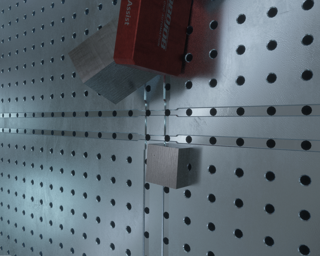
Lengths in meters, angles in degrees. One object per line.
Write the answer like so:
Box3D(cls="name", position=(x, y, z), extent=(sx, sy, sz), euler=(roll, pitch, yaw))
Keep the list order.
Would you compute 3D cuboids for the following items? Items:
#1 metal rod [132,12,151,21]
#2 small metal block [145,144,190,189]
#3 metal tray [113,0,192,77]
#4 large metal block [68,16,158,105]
Box3D(cls="metal rod", position=(-0.008, -0.153, 0.380), extent=(0.299, 0.025, 0.025), euler=(-32, 71, 38))
Box3D(cls="small metal block", position=(0.010, 0.048, 0.400), extent=(0.050, 0.025, 0.050), euler=(6, 94, 39))
Box3D(cls="metal tray", position=(-0.004, -0.132, 0.365), extent=(0.030, 0.091, 0.129), euler=(12, 96, 38))
Box3D(cls="large metal block", position=(-0.054, -0.084, 0.399), extent=(0.080, 0.080, 0.050), euler=(-34, 67, 8))
